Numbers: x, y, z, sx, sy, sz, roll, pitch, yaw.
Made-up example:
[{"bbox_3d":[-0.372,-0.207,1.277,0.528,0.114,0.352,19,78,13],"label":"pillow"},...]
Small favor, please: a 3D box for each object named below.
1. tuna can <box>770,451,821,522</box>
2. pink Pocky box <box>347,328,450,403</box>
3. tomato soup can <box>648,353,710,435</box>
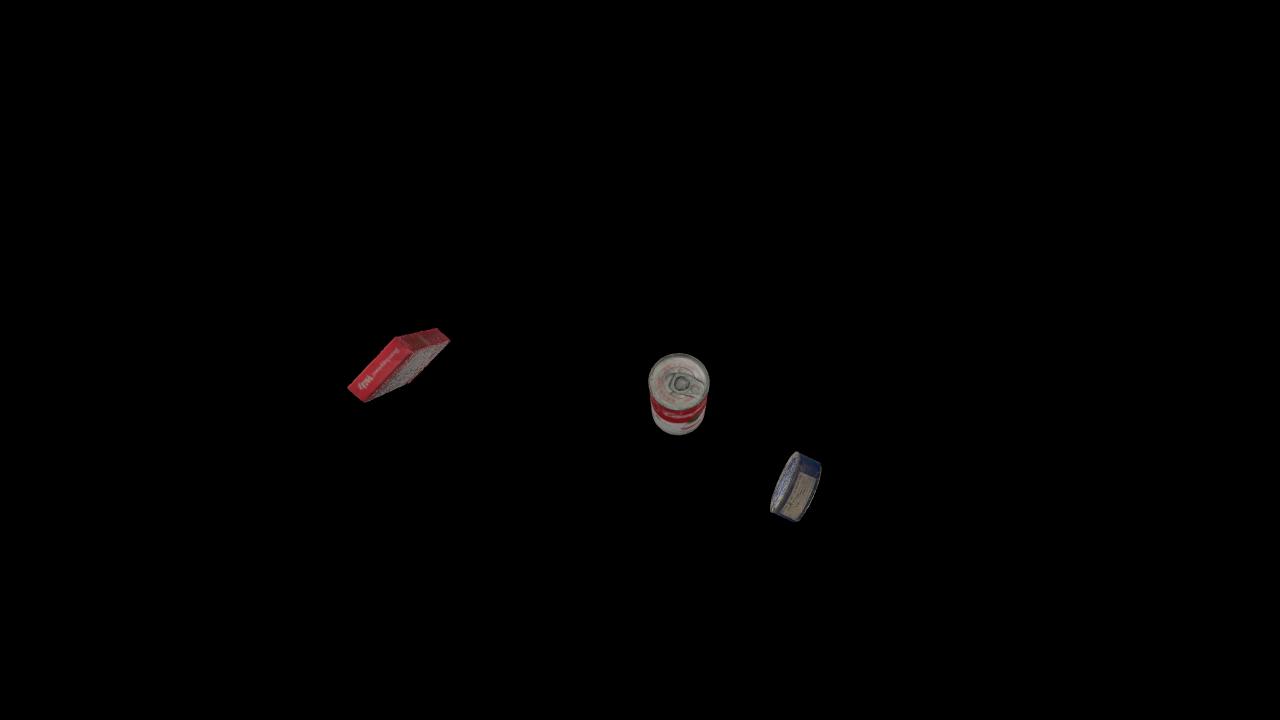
[{"bbox_3d":[0.197,0.160,0.777,0.034,0.084,0.084,24,3,6],"label":"tuna can"},{"bbox_3d":[-0.295,0.002,0.767,0.029,0.084,0.155,44,4,-6],"label":"pink Pocky box"},{"bbox_3d":[0.044,0.043,0.713,0.068,0.068,0.101,0,-23,2],"label":"tomato soup can"}]
